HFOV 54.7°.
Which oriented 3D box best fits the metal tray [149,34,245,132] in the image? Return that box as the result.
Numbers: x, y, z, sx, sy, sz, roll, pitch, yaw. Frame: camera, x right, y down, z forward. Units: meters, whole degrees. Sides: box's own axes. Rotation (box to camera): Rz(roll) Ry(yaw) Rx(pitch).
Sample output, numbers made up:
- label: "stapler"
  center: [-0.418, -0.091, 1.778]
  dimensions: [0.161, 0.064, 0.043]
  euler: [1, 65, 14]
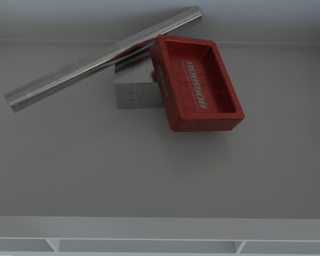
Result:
- label: "metal tray"
  center: [0.045, -0.059, 0.398]
  dimensions: [0.091, 0.030, 0.130]
  euler: [-1, 61, -25]

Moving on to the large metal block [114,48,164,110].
- label: "large metal block"
  center: [-0.022, -0.074, 0.451]
  dimensions: [0.081, 0.050, 0.080]
  euler: [-2, 50, -3]

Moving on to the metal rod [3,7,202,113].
- label: "metal rod"
  center: [-0.061, -0.102, 0.425]
  dimensions: [0.302, 0.025, 0.025]
  euler: [-32, 57, -23]

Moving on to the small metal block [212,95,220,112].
- label: "small metal block"
  center: [0.059, -0.036, 0.436]
  dimensions: [0.050, 0.025, 0.050]
  euler: [16, 52, 12]
